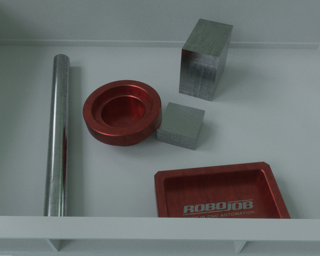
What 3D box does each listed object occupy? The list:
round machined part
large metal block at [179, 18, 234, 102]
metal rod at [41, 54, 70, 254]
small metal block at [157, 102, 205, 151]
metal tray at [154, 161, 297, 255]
[{"bbox_3d":[-0.046,-0.015,0.404,0.099,0.042,0.098,-2,49,2],"label":"round machined part"},{"bbox_3d":[0.067,-0.100,0.454,0.050,0.080,0.080,17,52,13],"label":"large metal block"},{"bbox_3d":[-0.130,0.006,0.398,0.025,0.025,0.300,-8,50,-7],"label":"metal rod"},{"bbox_3d":[0.028,-0.003,0.408,0.050,0.025,0.050,14,51,11],"label":"small metal block"},{"bbox_3d":[0.063,0.086,0.330,0.131,0.030,0.090,-5,50,-5],"label":"metal tray"}]
